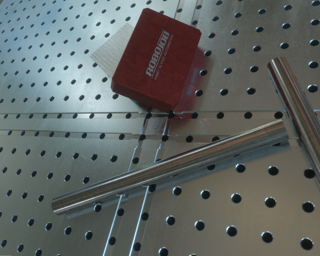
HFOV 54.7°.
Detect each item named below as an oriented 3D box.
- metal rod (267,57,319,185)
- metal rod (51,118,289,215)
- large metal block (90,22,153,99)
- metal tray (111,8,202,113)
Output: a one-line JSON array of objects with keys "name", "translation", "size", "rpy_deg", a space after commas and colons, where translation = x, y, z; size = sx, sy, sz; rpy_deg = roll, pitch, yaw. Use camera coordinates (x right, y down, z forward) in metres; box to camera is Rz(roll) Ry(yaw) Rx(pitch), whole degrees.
[{"name": "metal rod", "translation": [0.163, 0.044, 0.295], "size": [0.025, 0.025, 0.299], "rpy_deg": [-20, 54, 16]}, {"name": "metal rod", "translation": [0.000, 0.053, 0.374], "size": [0.301, 0.025, 0.025], "rpy_deg": [-21, 54, 15]}, {"name": "large metal block", "translation": [-0.049, -0.106, 0.481], "size": [0.080, 0.050, 0.080], "rpy_deg": [-43, 51, -2]}, {"name": "metal tray", "translation": [-0.003, -0.095, 0.432], "size": [0.090, 0.030, 0.130], "rpy_deg": [21, 68, -5]}]
